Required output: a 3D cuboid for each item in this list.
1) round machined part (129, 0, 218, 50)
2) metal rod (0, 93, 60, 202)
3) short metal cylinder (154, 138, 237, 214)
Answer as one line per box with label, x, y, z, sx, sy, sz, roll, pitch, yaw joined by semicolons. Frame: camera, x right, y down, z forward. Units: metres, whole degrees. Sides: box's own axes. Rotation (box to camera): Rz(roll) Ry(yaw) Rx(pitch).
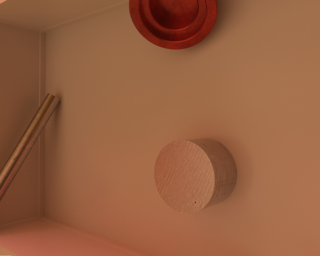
round machined part;0.017;-0.144;0.356;0.098;0.098;0.042;-28;35;36
metal rod;-0.257;0.074;0.528;0.025;0.025;0.300;13;71;39
short metal cylinder;0.040;0.053;0.356;0.080;0.050;0.079;0;90;39
